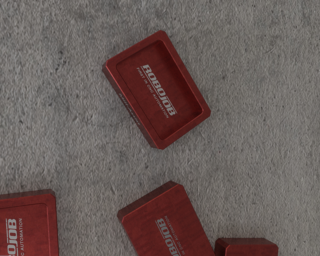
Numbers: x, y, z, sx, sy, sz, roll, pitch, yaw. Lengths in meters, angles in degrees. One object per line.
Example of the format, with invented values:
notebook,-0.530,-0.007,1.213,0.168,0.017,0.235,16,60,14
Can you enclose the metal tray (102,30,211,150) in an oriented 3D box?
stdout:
metal tray,-0.003,-0.048,0.405,0.090,0.030,0.130,-35,102,-17

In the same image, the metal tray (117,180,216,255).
metal tray,0.012,0.148,0.411,0.091,0.030,0.129,-28,99,-18

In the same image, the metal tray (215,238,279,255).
metal tray,0.121,0.230,0.451,0.091,0.030,0.129,8,87,-20

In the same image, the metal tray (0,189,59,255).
metal tray,-0.161,0.140,0.346,0.091,0.030,0.129,-3,91,-20
